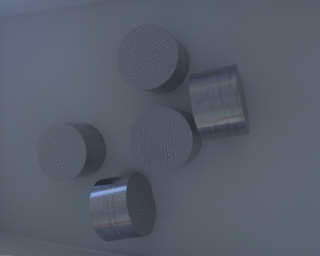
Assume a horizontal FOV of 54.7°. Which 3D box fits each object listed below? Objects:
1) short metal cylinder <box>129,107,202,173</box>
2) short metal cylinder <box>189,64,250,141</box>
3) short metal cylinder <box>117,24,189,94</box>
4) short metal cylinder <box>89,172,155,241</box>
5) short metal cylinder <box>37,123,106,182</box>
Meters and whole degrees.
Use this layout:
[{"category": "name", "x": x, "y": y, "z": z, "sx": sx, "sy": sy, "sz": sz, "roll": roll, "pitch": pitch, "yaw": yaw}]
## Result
[{"category": "short metal cylinder", "x": 0.009, "y": 0.014, "z": 0.394, "sx": 0.080, "sy": 0.050, "sz": 0.080, "roll": 0, "pitch": 90, "yaw": 20}, {"category": "short metal cylinder", "x": 0.070, "y": -0.029, "z": 0.356, "sx": 0.050, "sy": 0.080, "sz": 0.080, "roll": -11, "pitch": 87, "yaw": 20}, {"category": "short metal cylinder", "x": -0.008, "y": -0.087, "z": 0.400, "sx": 0.080, "sy": 0.050, "sz": 0.080, "roll": 0, "pitch": 90, "yaw": 20}, {"category": "short metal cylinder", "x": -0.046, "y": 0.100, "z": 0.397, "sx": 0.050, "sy": 0.080, "sz": 0.080, "roll": -15, "pitch": 85, "yaw": 19}, {"category": "short metal cylinder", "x": -0.125, "y": 0.033, "z": 0.442, "sx": 0.080, "sy": 0.050, "sz": 0.080, "roll": 0, "pitch": 90, "yaw": 20}]
